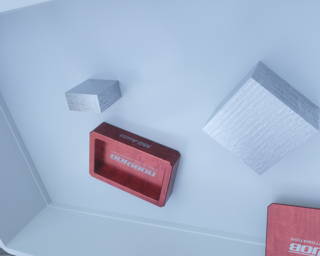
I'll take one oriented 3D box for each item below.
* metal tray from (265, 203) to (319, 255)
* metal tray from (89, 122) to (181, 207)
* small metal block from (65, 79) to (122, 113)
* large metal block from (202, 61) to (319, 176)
[{"bbox_3d":[0.192,0.140,0.357,0.130,0.030,0.090,1,78,27],"label":"metal tray"},{"bbox_3d":[-0.041,0.054,0.458,0.130,0.030,0.089,21,126,15],"label":"metal tray"},{"bbox_3d":[-0.087,-0.043,0.410,0.050,0.050,0.025,6,121,24],"label":"small metal block"},{"bbox_3d":[0.106,-0.010,0.330,0.080,0.050,0.080,39,129,1],"label":"large metal block"}]
